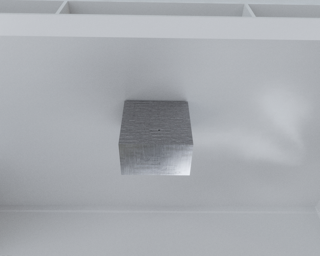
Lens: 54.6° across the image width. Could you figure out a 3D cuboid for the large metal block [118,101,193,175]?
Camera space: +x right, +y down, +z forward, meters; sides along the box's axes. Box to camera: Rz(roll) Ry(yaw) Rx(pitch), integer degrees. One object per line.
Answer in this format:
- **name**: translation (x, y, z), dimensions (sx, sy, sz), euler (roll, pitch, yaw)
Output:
- **large metal block**: translation (-0.005, 0.011, 0.379), dimensions (0.080, 0.080, 0.050), euler (1, 130, -1)
